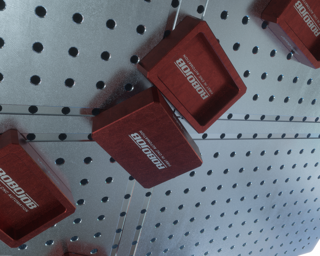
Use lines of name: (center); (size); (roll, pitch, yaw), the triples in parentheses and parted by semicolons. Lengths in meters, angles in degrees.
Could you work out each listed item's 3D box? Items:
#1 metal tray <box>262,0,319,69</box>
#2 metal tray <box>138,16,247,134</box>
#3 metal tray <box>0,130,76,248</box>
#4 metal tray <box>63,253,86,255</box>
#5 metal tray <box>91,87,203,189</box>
metal tray: (0.208, -0.151, 0.426); (0.131, 0.030, 0.090); (27, 103, -37)
metal tray: (0.046, -0.062, 0.393); (0.090, 0.030, 0.130); (-44, 129, 2)
metal tray: (-0.170, 0.075, 0.360); (0.090, 0.030, 0.130); (-31, 129, -8)
metal tray: (-0.145, 0.260, 0.488); (0.090, 0.030, 0.130); (33, 100, -38)
metal tray: (-0.013, 0.019, 0.393); (0.090, 0.030, 0.130); (-26, 131, 14)
